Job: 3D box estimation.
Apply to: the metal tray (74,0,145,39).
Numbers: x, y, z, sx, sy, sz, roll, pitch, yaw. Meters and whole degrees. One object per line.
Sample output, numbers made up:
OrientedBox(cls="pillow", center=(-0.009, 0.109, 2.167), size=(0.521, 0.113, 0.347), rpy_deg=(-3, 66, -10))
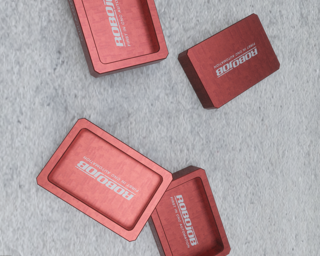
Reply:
OrientedBox(cls="metal tray", center=(-0.070, -0.177, 0.380), size=(0.091, 0.030, 0.129), rpy_deg=(-20, 97, -19))

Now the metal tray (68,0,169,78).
OrientedBox(cls="metal tray", center=(-0.052, -0.131, 0.355), size=(0.091, 0.030, 0.129), rpy_deg=(-18, 96, -20))

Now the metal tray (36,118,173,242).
OrientedBox(cls="metal tray", center=(-0.062, 0.059, 0.365), size=(0.130, 0.030, 0.090), rpy_deg=(33, 79, -1))

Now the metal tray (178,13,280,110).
OrientedBox(cls="metal tray", center=(0.102, -0.095, 0.445), size=(0.131, 0.030, 0.090), rpy_deg=(-32, 101, -18))

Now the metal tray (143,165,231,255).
OrientedBox(cls="metal tray", center=(0.034, 0.127, 0.420), size=(0.091, 0.030, 0.129), rpy_deg=(-21, 97, -19))
